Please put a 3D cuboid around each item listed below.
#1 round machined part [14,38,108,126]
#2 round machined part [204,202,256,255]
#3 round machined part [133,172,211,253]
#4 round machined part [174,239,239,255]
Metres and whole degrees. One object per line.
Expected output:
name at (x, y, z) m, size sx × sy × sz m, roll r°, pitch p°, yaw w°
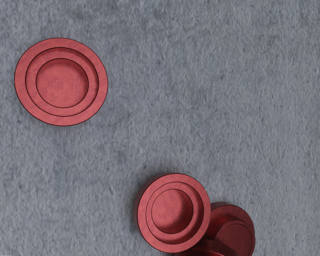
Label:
round machined part at (-0.113, -0.050, 0.359) m, size 0.099 × 0.042 × 0.097 m, roll 0°, pitch 90°, yaw -21°
round machined part at (0.094, 0.157, 0.437) m, size 0.099 × 0.042 × 0.097 m, roll 0°, pitch 90°, yaw -21°
round machined part at (0.013, 0.106, 0.403) m, size 0.099 × 0.042 × 0.097 m, roll 1°, pitch 85°, yaw -18°
round machined part at (0.060, 0.195, 0.396) m, size 0.098 × 0.042 × 0.097 m, roll 5°, pitch 113°, yaw 12°
